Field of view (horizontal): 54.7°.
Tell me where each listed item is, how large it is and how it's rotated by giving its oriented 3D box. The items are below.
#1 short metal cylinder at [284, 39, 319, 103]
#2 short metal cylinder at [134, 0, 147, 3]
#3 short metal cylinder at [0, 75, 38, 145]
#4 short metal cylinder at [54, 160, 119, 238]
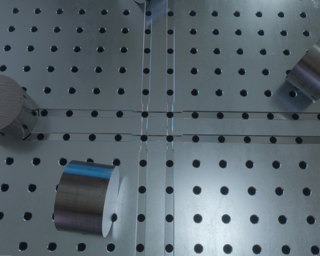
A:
[{"bbox_3d":[0.215,-0.080,0.413,0.080,0.080,0.050,-43,76,-14],"label":"short metal cylinder"},{"bbox_3d":[-0.028,-0.240,0.470,0.050,0.080,0.080,-40,75,-13],"label":"short metal cylinder"},{"bbox_3d":[-0.209,-0.023,0.405,0.081,0.050,0.080,0,70,0],"label":"short metal cylinder"},{"bbox_3d":[-0.080,0.079,0.353,0.050,0.080,0.080,7,70,3],"label":"short metal cylinder"}]
